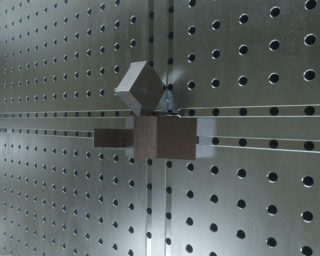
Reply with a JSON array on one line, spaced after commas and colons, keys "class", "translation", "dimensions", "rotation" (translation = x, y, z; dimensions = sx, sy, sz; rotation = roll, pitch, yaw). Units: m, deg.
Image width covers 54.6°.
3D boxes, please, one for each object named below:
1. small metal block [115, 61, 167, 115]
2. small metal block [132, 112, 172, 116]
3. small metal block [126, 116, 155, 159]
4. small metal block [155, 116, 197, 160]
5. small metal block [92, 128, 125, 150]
[{"class": "small metal block", "translation": [-0.023, -0.050, 0.400], "dimensions": [0.025, 0.050, 0.050], "rotation": [4, 57, 41]}, {"class": "small metal block", "translation": [-0.012, 0.003, 0.421], "dimensions": [0.050, 0.025, 0.050], "rotation": [3, 92, 40]}, {"class": "small metal block", "translation": [-0.026, 0.011, 0.384], "dimensions": [0.050, 0.025, 0.050], "rotation": [179, 91, -73]}, {"class": "small metal block", "translation": [0.020, 0.012, 0.380], "dimensions": [0.050, 0.025, 0.050], "rotation": [2, 92, 9]}, {"class": "small metal block", "translation": [-0.069, 0.017, 0.438], "dimensions": [0.050, 0.050, 0.025], "rotation": [154, 116, -73]}]
